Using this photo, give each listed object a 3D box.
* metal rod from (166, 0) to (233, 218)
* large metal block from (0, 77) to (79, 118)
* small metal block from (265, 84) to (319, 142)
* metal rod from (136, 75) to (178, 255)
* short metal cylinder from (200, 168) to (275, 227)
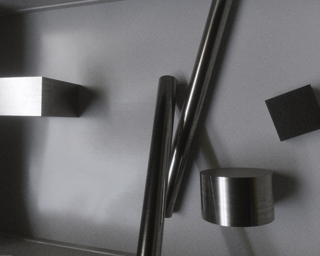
[{"bbox_3d":[0.043,-0.030,0.394,0.025,0.025,0.298,17,95,19],"label":"metal rod"},{"bbox_3d":[-0.174,-0.041,0.441,0.080,0.080,0.050,2,91,19],"label":"large metal block"},{"bbox_3d":[0.155,-0.017,0.356,0.050,0.025,0.050,-21,83,18],"label":"small metal block"},{"bbox_3d":[-0.005,0.071,0.342,0.025,0.025,0.299,-3,62,19],"label":"metal rod"},{"bbox_3d":[0.086,0.075,0.351,0.080,0.080,0.050,-2,90,19],"label":"short metal cylinder"}]
